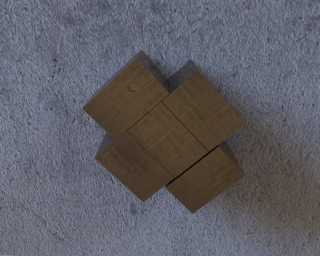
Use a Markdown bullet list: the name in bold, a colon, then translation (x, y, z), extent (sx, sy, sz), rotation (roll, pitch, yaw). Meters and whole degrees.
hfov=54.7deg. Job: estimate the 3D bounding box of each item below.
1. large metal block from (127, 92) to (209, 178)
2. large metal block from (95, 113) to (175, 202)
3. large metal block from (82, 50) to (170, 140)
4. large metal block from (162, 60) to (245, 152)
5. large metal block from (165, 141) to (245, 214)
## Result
- **large metal block**: translation (0.009, 0.001, 0.383), extent (0.050, 0.080, 0.080), rotation (-40, 106, 13)
- **large metal block**: translation (-0.029, 0.033, 0.394), extent (0.050, 0.080, 0.080), rotation (-40, 106, 13)
- **large metal block**: translation (-0.037, -0.042, 0.366), extent (0.080, 0.080, 0.050), rotation (-40, 106, 13)
- **large metal block**: translation (0.047, -0.030, 0.372), extent (0.050, 0.080, 0.080), rotation (-40, 106, 13)
- **large metal block**: translation (0.053, 0.049, 0.401), extent (0.080, 0.080, 0.050), rotation (-40, 106, 13)
